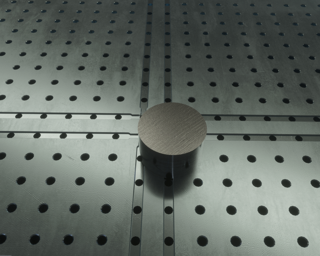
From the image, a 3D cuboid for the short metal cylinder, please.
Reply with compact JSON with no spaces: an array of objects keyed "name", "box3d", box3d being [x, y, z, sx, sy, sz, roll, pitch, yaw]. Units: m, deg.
[{"name":"short metal cylinder","box3d":[0.014,0.014,0.380,0.081,0.050,0.080,0,50,0]}]
